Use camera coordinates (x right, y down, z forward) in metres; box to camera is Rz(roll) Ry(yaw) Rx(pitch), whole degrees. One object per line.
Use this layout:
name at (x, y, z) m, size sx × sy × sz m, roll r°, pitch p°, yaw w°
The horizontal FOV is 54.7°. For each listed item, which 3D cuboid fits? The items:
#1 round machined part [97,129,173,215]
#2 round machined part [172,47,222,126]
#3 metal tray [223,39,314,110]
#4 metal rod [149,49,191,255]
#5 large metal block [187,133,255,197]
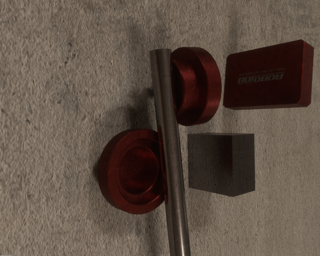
round machined part at (-0.031, 0.050, 0.369) m, size 0.099 × 0.042 × 0.097 m, roll 0°, pitch 90°, yaw -40°
round machined part at (0.027, -0.050, 0.383) m, size 0.042 × 0.098 × 0.097 m, roll -9°, pitch 96°, yaw -31°
metal tray at (0.161, -0.076, 0.474) m, size 0.030 × 0.130 × 0.089 m, roll 9°, pitch 84°, yaw -40°
metal rod at (0.015, 0.060, 0.364) m, size 0.025 × 0.025 × 0.298 m, roll -10°, pitch 97°, yaw -40°
large metal block at (0.087, 0.048, 0.444) m, size 0.050 × 0.080 × 0.079 m, roll -3°, pitch 92°, yaw -40°
